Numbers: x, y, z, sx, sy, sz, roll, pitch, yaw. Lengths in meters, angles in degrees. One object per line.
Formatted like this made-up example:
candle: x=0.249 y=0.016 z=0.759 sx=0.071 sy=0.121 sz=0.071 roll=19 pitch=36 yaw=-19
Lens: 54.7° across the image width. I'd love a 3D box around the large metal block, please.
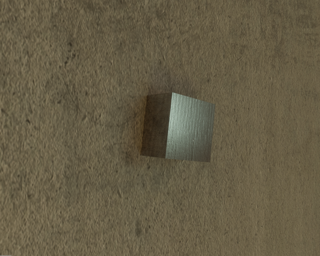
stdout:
large metal block: x=0.025 y=0.002 z=0.413 sx=0.081 sy=0.050 sz=0.080 roll=10 pitch=84 yaw=-40
